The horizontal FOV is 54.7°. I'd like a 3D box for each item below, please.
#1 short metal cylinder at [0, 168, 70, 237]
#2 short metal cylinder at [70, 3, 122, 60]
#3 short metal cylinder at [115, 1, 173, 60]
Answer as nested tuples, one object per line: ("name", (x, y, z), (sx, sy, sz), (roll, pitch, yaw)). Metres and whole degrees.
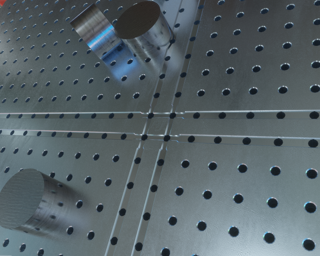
("short metal cylinder", (-0.172, 0.101, 0.420), (0.080, 0.050, 0.080), (-13, 56, 21))
("short metal cylinder", (-0.107, -0.163, 0.529), (0.050, 0.080, 0.080), (-39, 51, 2))
("short metal cylinder", (-0.025, -0.157, 0.502), (0.080, 0.050, 0.080), (-13, 56, 21))
